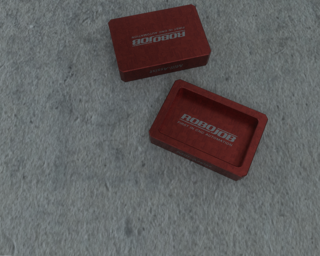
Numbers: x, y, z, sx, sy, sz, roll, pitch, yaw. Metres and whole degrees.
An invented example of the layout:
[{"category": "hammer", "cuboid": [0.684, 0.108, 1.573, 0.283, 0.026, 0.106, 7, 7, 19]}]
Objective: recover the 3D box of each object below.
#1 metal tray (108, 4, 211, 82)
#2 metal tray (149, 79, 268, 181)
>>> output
[{"category": "metal tray", "cuboid": [-0.002, -0.125, 0.451, 0.131, 0.030, 0.090, -13, 71, -5]}, {"category": "metal tray", "cuboid": [0.062, 0.001, 0.405, 0.130, 0.030, 0.090, 24, 71, 8]}]
